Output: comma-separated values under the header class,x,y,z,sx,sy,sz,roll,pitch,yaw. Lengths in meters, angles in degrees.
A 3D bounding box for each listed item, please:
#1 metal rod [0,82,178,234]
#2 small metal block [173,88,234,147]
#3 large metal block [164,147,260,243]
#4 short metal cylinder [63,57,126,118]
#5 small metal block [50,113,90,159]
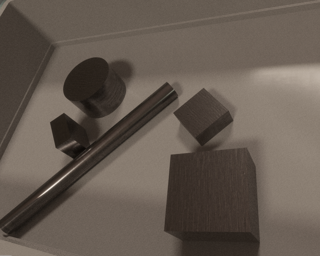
class,x,y,z,sx,sy,sz,roll,pitch,yaw
metal rod,-0.099,0.042,0.429,0.300,0.025,0.025,-40,51,1
small metal block,0.053,-0.014,0.385,0.050,0.025,0.050,-40,51,1
large metal block,0.055,0.070,0.317,0.080,0.050,0.080,-8,58,24
short metal cylinder,-0.100,-0.062,0.478,0.080,0.050,0.080,-13,56,20
small metal block,-0.127,0.014,0.446,0.025,0.050,0.050,-33,52,6
